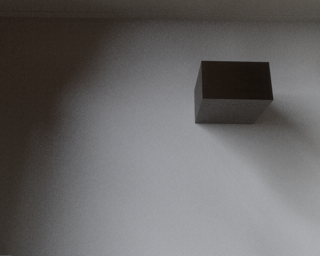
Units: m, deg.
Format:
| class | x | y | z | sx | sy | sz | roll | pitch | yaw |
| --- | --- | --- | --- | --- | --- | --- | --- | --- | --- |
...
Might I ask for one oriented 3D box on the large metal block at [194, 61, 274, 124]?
| class | x | y | z | sx | sy | sz | roll | pitch | yaw |
| --- | --- | --- | --- | --- | --- | --- | --- | --- | --- |
| large metal block | 0.089 | -0.042 | 0.397 | 0.081 | 0.080 | 0.050 | 1 | 70 | 0 |
